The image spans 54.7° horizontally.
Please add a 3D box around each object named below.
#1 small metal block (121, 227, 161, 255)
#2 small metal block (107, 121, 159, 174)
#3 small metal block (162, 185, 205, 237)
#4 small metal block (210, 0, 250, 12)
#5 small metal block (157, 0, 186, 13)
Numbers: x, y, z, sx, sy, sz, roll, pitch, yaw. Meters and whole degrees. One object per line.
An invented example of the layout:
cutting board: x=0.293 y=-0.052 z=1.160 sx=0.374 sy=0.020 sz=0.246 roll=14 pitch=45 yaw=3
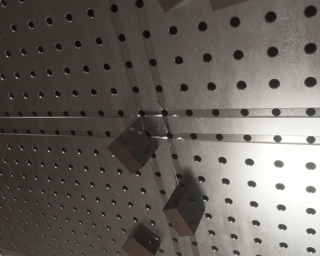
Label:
small metal block: x=-0.035 y=0.215 z=0.561 sx=0.050 sy=0.025 sz=0.050 roll=38 pitch=129 yaw=2
small metal block: x=-0.037 y=0.027 z=0.429 sx=0.050 sy=0.050 sz=0.025 roll=48 pitch=129 yaw=-6
small metal block: x=0.036 y=0.120 z=0.449 sx=0.025 sy=0.050 sz=0.050 roll=-21 pitch=107 yaw=35
small metal block: x=0.069 y=-0.142 z=0.286 sx=0.050 sy=0.025 sz=0.050 roll=-7 pitch=115 yaw=30
small metal block: x=0.015 y=-0.153 z=0.308 sx=0.050 sy=0.025 sz=0.050 roll=-25 pitch=105 yaw=36
